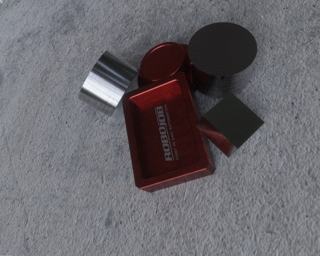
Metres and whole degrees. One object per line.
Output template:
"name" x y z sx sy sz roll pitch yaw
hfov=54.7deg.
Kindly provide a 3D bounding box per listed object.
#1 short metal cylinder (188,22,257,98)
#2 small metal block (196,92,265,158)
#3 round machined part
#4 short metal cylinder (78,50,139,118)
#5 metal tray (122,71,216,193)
"short metal cylinder" 0.076 -0.084 0.387 0.080 0.050 0.080 -3 64 7
"small metal block" 0.078 -0.004 0.344 0.050 0.025 0.050 -38 76 -27
"round machined part" 0.011 -0.083 0.440 0.098 0.042 0.098 -13 56 21
"short metal cylinder" -0.071 -0.062 0.437 0.050 0.080 0.080 31 74 -7
"metal tray" 0.007 0.004 0.381 0.090 0.030 0.130 -20 64 16
